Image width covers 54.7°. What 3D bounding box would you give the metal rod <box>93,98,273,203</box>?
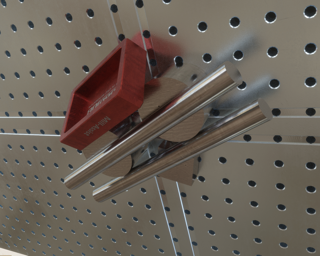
[{"bbox_3d":[0.005,0.043,0.400,0.299,0.025,0.025,-32,101,38],"label":"metal rod"}]

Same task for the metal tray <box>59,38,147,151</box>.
[{"bbox_3d":[-0.071,-0.038,0.379,0.030,0.090,0.130,29,136,-32],"label":"metal tray"}]

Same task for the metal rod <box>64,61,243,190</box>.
[{"bbox_3d":[-0.032,0.015,0.370,0.299,0.025,0.025,-33,100,38],"label":"metal rod"}]

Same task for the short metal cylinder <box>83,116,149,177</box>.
[{"bbox_3d":[-0.063,0.023,0.441,0.080,0.050,0.079,13,124,20],"label":"short metal cylinder"}]

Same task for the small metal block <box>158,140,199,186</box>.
[{"bbox_3d":[0.025,0.046,0.424,0.050,0.025,0.050,14,124,20],"label":"small metal block"}]

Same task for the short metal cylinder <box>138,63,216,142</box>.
[{"bbox_3d":[0.021,-0.031,0.365,0.080,0.050,0.079,13,124,20],"label":"short metal cylinder"}]
